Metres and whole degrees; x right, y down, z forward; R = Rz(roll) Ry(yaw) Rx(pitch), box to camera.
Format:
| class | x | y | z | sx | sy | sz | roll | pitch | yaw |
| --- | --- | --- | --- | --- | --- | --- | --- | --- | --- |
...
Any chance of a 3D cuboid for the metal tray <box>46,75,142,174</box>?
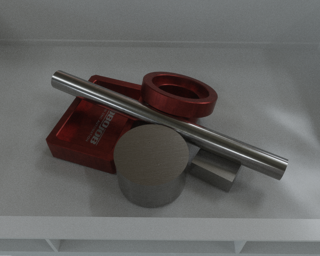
| class | x | y | z | sx | sy | sz | roll | pitch | yaw |
| --- | --- | --- | --- | --- | --- | --- | --- | --- | --- |
| metal tray | -0.074 | -0.011 | 0.406 | 0.090 | 0.030 | 0.130 | 14 | 51 | 11 |

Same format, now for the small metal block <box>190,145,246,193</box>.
| class | x | y | z | sx | sy | sz | roll | pitch | yaw |
| --- | --- | --- | --- | --- | --- | --- | --- | --- | --- |
| small metal block | 0.070 | 0.041 | 0.369 | 0.050 | 0.025 | 0.050 | 25 | 54 | 19 |

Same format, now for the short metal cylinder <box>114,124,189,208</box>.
| class | x | y | z | sx | sy | sz | roll | pitch | yaw |
| --- | --- | --- | --- | --- | --- | --- | --- | --- | --- |
| short metal cylinder | -0.009 | 0.042 | 0.350 | 0.081 | 0.050 | 0.080 | 0 | 50 | 0 |

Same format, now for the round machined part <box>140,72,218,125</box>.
| class | x | y | z | sx | sy | sz | roll | pitch | yaw |
| --- | --- | --- | --- | --- | --- | --- | --- | --- | --- |
| round machined part | 0.022 | -0.036 | 0.406 | 0.099 | 0.042 | 0.098 | 12 | 27 | -6 |

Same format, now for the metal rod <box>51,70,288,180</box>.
| class | x | y | z | sx | sy | sz | roll | pitch | yaw |
| --- | --- | --- | --- | --- | --- | --- | --- | --- | --- |
| metal rod | -0.001 | -0.010 | 0.373 | 0.301 | 0.025 | 0.025 | 22 | 53 | 14 |
